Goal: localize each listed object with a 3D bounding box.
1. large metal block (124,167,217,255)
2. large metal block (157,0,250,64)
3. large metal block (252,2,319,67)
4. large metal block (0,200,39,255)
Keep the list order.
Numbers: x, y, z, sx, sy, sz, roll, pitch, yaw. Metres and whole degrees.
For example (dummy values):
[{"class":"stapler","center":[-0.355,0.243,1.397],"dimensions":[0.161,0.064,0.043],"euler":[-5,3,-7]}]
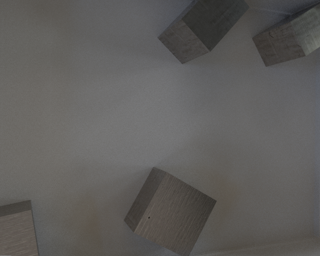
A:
[{"class":"large metal block","center":[0.013,0.107,0.402],"dimensions":[0.080,0.050,0.080],"euler":[32,80,-17]},{"class":"large metal block","center":[0.053,-0.135,0.400],"dimensions":[0.050,0.080,0.080],"euler":[44,76,-15]},{"class":"large metal block","center":[0.199,-0.137,0.454],"dimensions":[0.080,0.080,0.050],"euler":[-33,101,-17]},{"class":"large metal block","center":[-0.175,0.130,0.331],"dimensions":[0.081,0.050,0.080],"euler":[-9,93,-23]}]
